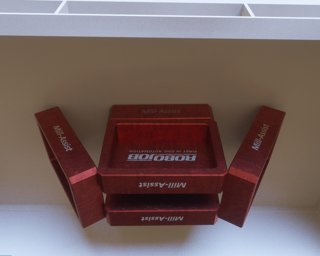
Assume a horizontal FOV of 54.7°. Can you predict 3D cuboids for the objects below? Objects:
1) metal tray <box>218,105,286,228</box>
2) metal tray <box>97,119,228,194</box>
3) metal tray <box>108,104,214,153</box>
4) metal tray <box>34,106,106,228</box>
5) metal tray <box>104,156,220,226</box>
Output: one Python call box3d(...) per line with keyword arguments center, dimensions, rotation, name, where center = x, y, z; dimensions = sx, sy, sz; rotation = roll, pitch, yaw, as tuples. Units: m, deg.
box3d(center=(0.113, 0.043, 0.378), dimensions=(0.030, 0.131, 0.089), rotation=(20, 134, 22), name="metal tray")
box3d(center=(0.003, 0.029, 0.349), dimensions=(0.131, 0.090, 0.030), rotation=(0, 130, -1), name="metal tray")
box3d(center=(0.002, 0.013, 0.415), dimensions=(0.131, 0.030, 0.089), rotation=(-1, 130, -1), name="metal tray")
box3d(center=(-0.110, 0.044, 0.377), dimensions=(0.030, 0.130, 0.089), rotation=(-22, 136, -24), name="metal tray")
box3d(center=(0.002, 0.075, 0.388), dimensions=(0.131, 0.090, 0.030), rotation=(0, 130, -1), name="metal tray")
